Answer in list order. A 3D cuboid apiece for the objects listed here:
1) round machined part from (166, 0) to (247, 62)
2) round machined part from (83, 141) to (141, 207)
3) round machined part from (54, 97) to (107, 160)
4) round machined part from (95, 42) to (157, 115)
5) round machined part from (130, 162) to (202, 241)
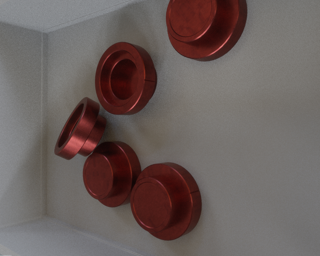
[{"bbox_3d":[0.046,-0.129,0.358,0.098,0.042,0.097,0,90,40],"label":"round machined part"},{"bbox_3d":[-0.077,0.069,0.460,0.098,0.042,0.097,0,90,40],"label":"round machined part"},{"bbox_3d":[-0.117,0.005,0.473,0.098,0.042,0.098,-43,29,32],"label":"round machined part"},{"bbox_3d":[-0.043,-0.066,0.431,0.098,0.042,0.097,0,90,40],"label":"round machined part"},{"bbox_3d":[0.000,0.094,0.396,0.098,0.042,0.097,0,90,40],"label":"round machined part"}]
